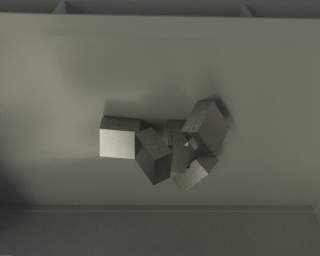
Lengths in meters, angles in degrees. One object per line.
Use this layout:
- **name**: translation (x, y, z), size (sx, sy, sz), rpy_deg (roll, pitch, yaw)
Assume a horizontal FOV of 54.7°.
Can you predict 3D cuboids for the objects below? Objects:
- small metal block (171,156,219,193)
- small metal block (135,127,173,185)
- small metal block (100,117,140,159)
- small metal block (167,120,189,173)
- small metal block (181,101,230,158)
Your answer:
- **small metal block**: translation (0.050, 0.059, 0.439), size (0.025, 0.050, 0.050), rpy_deg (50, 120, 6)
- **small metal block**: translation (-0.009, 0.036, 0.397), size (0.025, 0.050, 0.050), rpy_deg (-21, 138, -24)
- **small metal block**: translation (-0.054, 0.014, 0.417), size (0.050, 0.025, 0.050), rpy_deg (5, 130, -5)
- **small metal block**: translation (0.022, 0.024, 0.412), size (0.025, 0.050, 0.050), rpy_deg (1, 130, -1)
- **small metal block**: translation (0.058, 0.002, 0.389), size (0.025, 0.050, 0.050), rpy_deg (0, 140, 44)
